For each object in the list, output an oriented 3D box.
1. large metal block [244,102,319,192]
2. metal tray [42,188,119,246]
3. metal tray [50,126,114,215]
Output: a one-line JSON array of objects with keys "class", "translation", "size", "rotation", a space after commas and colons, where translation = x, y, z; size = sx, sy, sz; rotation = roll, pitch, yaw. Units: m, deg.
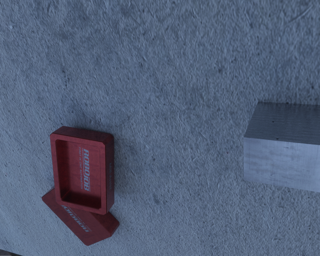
[{"class": "large metal block", "translation": [0.133, 0.015, 0.310], "size": [0.080, 0.080, 0.050], "rotation": [6, 121, 25]}, {"class": "metal tray", "translation": [-0.148, 0.154, 0.575], "size": [0.090, 0.030, 0.130], "rotation": [-35, 100, 38]}, {"class": "metal tray", "translation": [-0.119, 0.067, 0.484], "size": [0.090, 0.030, 0.129], "rotation": [9, 114, 13]}]
